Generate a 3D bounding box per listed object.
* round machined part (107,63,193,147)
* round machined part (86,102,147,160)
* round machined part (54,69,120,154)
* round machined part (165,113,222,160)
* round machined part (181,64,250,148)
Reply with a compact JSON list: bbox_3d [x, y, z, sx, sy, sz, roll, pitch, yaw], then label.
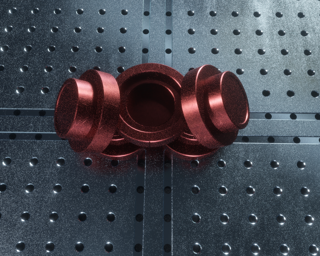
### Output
[{"bbox_3d":[-0.010,-0.024,0.365,0.099,0.042,0.098,0,70,-1],"label":"round machined part"},{"bbox_3d":[-0.055,-0.010,0.405,0.099,0.042,0.098,0,70,-1],"label":"round machined part"},{"bbox_3d":[-0.089,-0.020,0.355,0.042,0.098,0.098,10,65,-37],"label":"round machined part"},{"bbox_3d":[0.043,-0.010,0.407,0.099,0.042,0.098,0,70,-1],"label":"round machined part"},{"bbox_3d":[0.070,-0.028,0.359,0.042,0.098,0.098,-16,65,37],"label":"round machined part"}]
